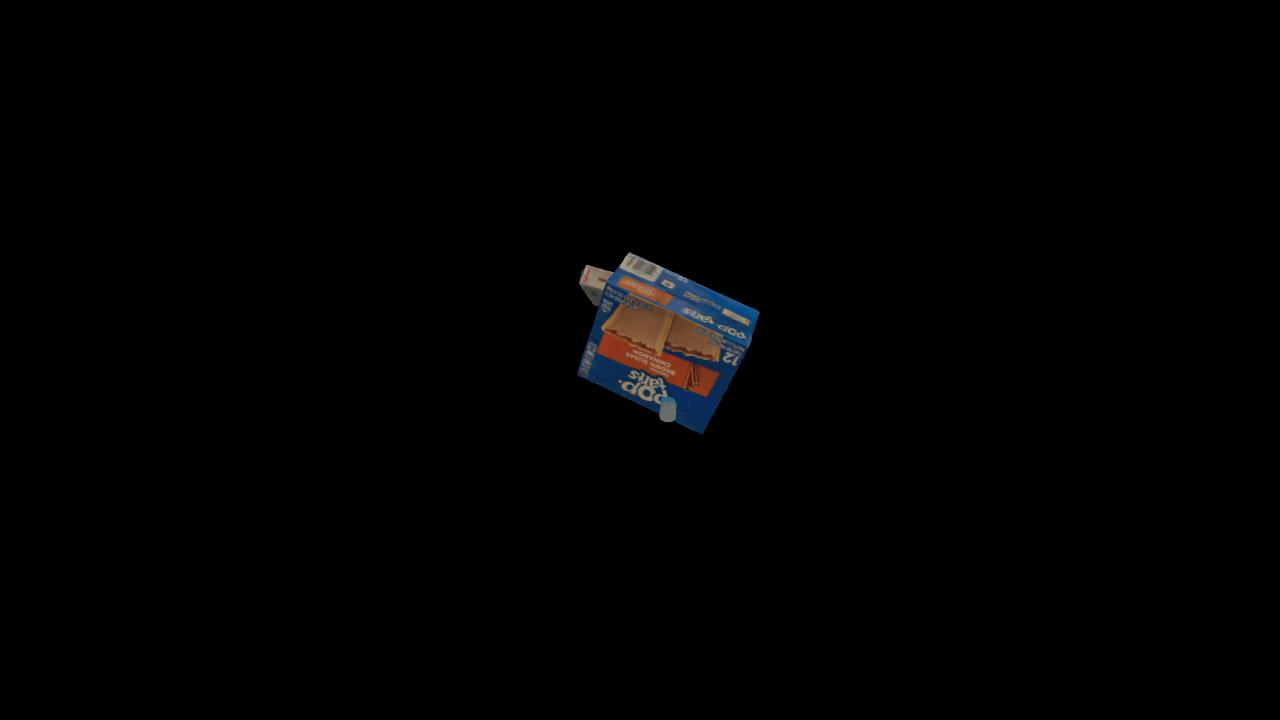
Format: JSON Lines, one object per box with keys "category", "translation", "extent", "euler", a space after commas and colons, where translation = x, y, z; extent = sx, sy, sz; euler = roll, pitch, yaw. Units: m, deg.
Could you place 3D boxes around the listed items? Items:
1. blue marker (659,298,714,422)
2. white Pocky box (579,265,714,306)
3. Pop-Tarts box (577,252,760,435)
{"category": "blue marker", "translation": [0.036, 0.025, 0.731], "extent": [0.020, 0.020, 0.121], "euler": [0, 40, 6]}
{"category": "white Pocky box", "translation": [0.010, -0.065, 0.718], "extent": [0.154, 0.028, 0.084], "euler": [18, -9, 11]}
{"category": "Pop-Tarts box", "translation": [0.030, -0.018, 0.709], "extent": [0.167, 0.141, 0.083], "euler": [26, 39, 5]}
